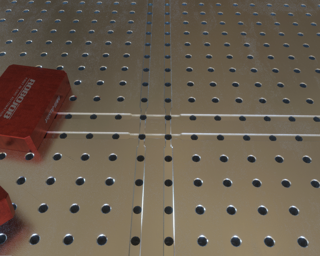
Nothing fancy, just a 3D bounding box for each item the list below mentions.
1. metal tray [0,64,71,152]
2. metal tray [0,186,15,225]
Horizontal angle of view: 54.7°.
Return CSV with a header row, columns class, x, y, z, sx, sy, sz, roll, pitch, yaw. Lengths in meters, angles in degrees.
class,x,y,z,sx,sy,sz,roll,pitch,yaw
metal tray,-0.191,-0.032,0.429,0.090,0.030,0.130,8,50,6
metal tray,-0.226,0.089,0.299,0.090,0.030,0.131,27,42,32
